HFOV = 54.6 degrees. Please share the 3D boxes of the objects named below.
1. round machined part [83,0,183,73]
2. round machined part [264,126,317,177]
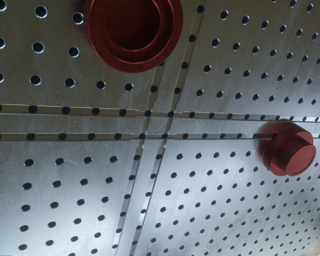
[{"bbox_3d":[-0.029,-0.109,0.316,0.099,0.042,0.097,-14,124,-21],"label":"round machined part"},{"bbox_3d":[0.240,0.048,0.560,0.099,0.042,0.097,-14,124,-21],"label":"round machined part"}]
